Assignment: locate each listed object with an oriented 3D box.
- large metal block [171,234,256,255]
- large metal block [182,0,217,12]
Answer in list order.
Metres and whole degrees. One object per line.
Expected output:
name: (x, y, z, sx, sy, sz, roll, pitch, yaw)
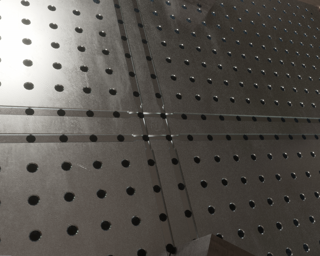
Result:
large metal block: (0.058, 0.155, 0.312, 0.080, 0.080, 0.050, 29, 52, -10)
large metal block: (0.073, -0.289, 0.610, 0.081, 0.050, 0.080, 17, 55, -19)
